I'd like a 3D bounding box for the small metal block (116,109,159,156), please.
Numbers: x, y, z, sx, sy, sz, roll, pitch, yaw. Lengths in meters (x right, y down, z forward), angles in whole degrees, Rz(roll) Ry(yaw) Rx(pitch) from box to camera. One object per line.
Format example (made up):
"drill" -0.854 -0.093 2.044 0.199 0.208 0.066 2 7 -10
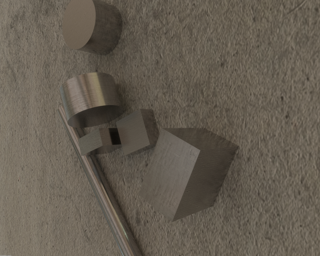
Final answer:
"small metal block" -0.030 0.006 0.427 0.050 0.025 0.050 -26 74 36

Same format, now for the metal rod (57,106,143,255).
"metal rod" -0.095 0.086 0.480 0.025 0.025 0.299 -45 63 30

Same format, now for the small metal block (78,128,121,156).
"small metal block" -0.083 0.020 0.454 0.050 0.050 0.025 -24 75 37

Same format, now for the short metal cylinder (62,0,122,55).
"short metal cylinder" -0.104 -0.155 0.472 0.080 0.050 0.079 0 90 39

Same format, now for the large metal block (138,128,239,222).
"large metal block" 0.033 0.046 0.341 0.050 0.081 0.079 30 109 35

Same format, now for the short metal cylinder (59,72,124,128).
"short metal cylinder" -0.099 -0.038 0.448 0.080 0.081 0.050 -28 72 36
